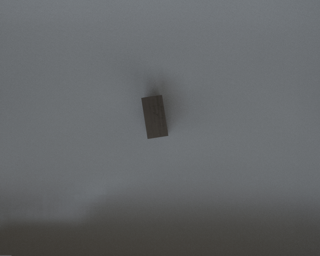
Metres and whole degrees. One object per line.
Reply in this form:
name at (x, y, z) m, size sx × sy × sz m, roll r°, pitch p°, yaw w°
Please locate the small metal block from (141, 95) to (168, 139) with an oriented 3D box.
small metal block at (-0.006, -0.013, 0.395) m, size 0.025 × 0.050 × 0.050 m, roll -9°, pitch 90°, yaw 0°
